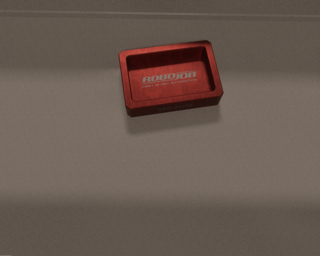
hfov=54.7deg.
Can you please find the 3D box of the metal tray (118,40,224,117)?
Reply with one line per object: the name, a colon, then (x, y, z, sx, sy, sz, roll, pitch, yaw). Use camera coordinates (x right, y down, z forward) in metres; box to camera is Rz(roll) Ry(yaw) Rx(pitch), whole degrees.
metal tray: (0.013, -0.070, 0.432, 0.131, 0.030, 0.090, -8, 70, -4)
